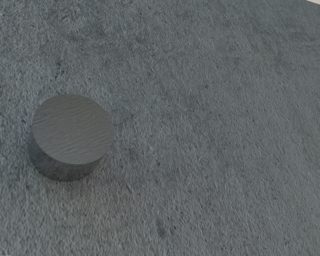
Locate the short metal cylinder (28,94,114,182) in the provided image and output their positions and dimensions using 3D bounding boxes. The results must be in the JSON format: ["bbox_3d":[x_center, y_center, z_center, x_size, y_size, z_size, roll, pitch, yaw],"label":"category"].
[{"bbox_3d":[-0.095,0.011,0.330,0.081,0.050,0.080,13,56,-21],"label":"short metal cylinder"}]
